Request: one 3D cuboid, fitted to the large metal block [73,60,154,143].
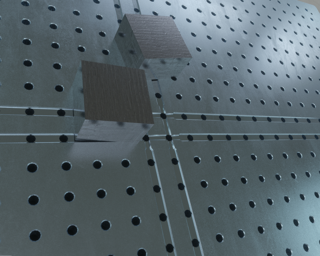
[{"bbox_3d":[-0.060,-0.030,0.380,0.081,0.050,0.080,4,60,-27],"label":"large metal block"}]

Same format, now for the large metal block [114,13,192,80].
[{"bbox_3d":[-0.011,-0.120,0.461,0.081,0.050,0.080,-10,67,-33],"label":"large metal block"}]
